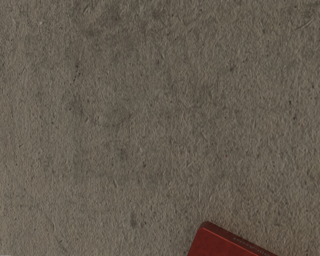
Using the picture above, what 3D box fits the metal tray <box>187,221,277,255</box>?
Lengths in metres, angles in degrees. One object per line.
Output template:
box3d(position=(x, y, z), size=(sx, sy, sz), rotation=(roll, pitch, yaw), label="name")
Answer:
box3d(position=(0.094, 0.184, 0.373), size=(0.130, 0.030, 0.089), rotation=(23, 97, 18), label="metal tray")
